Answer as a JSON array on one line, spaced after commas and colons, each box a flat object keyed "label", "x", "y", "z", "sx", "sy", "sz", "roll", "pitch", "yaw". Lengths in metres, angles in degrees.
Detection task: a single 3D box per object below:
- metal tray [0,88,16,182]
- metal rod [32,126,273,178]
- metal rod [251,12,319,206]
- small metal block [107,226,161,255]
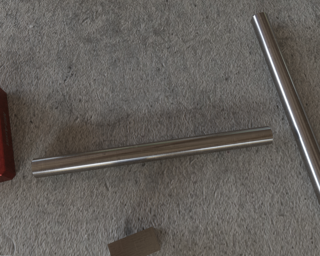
[{"label": "metal tray", "x": -0.244, "y": 0.012, "z": 0.398, "sx": 0.091, "sy": 0.030, "sz": 0.130, "roll": -14, "pitch": 71, "yaw": -6}, {"label": "metal rod", "x": -0.007, "y": 0.030, "z": 0.397, "sx": 0.302, "sy": 0.025, "sz": 0.025, "roll": -8, "pitch": 70, "yaw": -4}, {"label": "metal rod", "x": 0.181, "y": -0.030, "z": 0.421, "sx": 0.025, "sy": 0.025, "sz": 0.299, "roll": -11, "pitch": 70, "yaw": -4}, {"label": "small metal block", "x": -0.027, "y": 0.133, "z": 0.346, "sx": 0.050, "sy": 0.050, "sz": 0.025, "roll": -20, "pitch": 72, "yaw": -7}]
